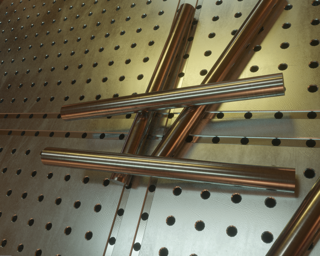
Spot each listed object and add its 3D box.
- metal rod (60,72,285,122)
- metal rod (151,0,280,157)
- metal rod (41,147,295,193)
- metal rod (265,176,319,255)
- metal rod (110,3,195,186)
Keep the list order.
[{"bbox_3d":[-0.003,-0.035,0.396,0.301,0.025,0.025,-5,59,25],"label":"metal rod"},{"bbox_3d":[0.083,-0.079,0.411,0.025,0.025,0.300,26,76,36],"label":"metal rod"},{"bbox_3d":[-0.008,0.045,0.358,0.301,0.025,0.025,3,63,20],"label":"metal rod"},{"bbox_3d":[0.075,0.160,0.270,0.025,0.025,0.300,32,79,37],"label":"metal rod"},{"bbox_3d":[-0.004,-0.061,0.446,0.025,0.025,0.300,7,65,31],"label":"metal rod"}]
